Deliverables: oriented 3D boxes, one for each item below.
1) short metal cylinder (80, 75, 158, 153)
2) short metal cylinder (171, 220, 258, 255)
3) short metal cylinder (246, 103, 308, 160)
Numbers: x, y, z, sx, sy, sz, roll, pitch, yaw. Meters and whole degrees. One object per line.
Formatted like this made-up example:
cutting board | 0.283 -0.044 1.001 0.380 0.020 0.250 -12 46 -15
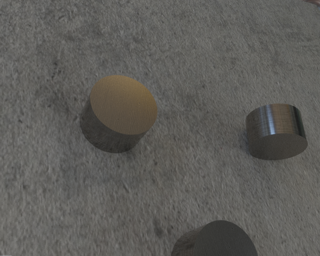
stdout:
short metal cylinder | -0.050 -0.016 0.372 0.081 0.050 0.080 14 56 -21
short metal cylinder | 0.058 0.145 0.332 0.081 0.050 0.080 14 56 -21
short metal cylinder | 0.170 0.008 0.458 0.081 0.080 0.050 16 55 -19
